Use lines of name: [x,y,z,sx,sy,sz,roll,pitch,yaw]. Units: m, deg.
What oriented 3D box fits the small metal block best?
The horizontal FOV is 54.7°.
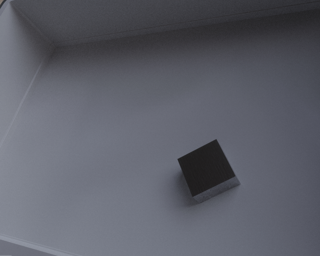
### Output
small metal block: [0.054,0.048,0.347,0.050,0.025,0.050,-28,52,10]
